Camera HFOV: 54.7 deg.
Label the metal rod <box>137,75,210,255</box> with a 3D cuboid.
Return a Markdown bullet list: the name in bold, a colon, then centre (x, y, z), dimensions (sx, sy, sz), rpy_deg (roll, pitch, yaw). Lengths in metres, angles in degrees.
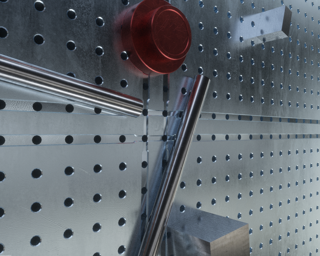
- **metal rod**: centre (0.017, 0.064, 0.426), dimensions (0.025, 0.025, 0.299), rpy_deg (30, 71, -37)

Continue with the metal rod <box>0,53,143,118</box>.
- **metal rod**: centre (-0.142, -0.054, 0.290), dimensions (0.302, 0.025, 0.025), rpy_deg (15, 81, -39)

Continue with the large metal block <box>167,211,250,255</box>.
- **large metal block**: centre (0.067, 0.160, 0.432), dimensions (0.081, 0.080, 0.050), rpy_deg (-6, 95, -40)

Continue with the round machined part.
- **round machined part**: centre (0.003, -0.119, 0.402), dimensions (0.099, 0.042, 0.097), rpy_deg (0, 90, -40)

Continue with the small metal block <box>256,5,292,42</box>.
- **small metal block**: centre (0.211, -0.192, 0.573), dimensions (0.025, 0.050, 0.050), rpy_deg (21, 77, -39)
